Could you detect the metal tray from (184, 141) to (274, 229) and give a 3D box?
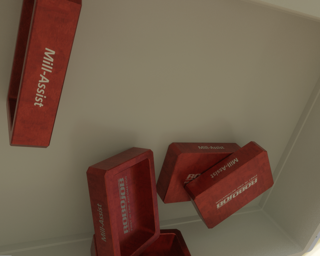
[{"bbox_3d":[0.111,0.090,0.482,0.131,0.030,0.090,-32,129,-7],"label":"metal tray"}]

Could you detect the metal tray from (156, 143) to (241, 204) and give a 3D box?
[{"bbox_3d":[0.066,0.069,0.483,0.131,0.030,0.089,2,118,-30],"label":"metal tray"}]

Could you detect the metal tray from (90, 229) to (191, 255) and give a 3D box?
[{"bbox_3d":[-0.022,0.182,0.418,0.131,0.090,0.030,5,116,-21],"label":"metal tray"}]

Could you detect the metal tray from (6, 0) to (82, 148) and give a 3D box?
[{"bbox_3d":[-0.107,-0.059,0.271,0.030,0.090,0.129,7,115,-32],"label":"metal tray"}]

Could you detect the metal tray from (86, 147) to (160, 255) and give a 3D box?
[{"bbox_3d":[-0.042,0.098,0.391,0.091,0.030,0.129,-22,112,-53],"label":"metal tray"}]
